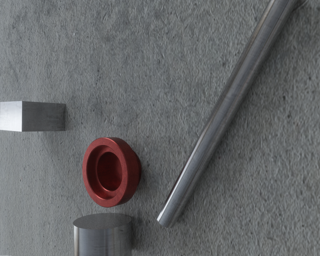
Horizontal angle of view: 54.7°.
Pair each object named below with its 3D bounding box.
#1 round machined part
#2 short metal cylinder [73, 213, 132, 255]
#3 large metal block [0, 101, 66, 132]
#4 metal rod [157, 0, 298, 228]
[{"bbox_3d":[-0.065,0.062,0.448,0.098,0.042,0.097,0,90,40],"label":"round machined part"},{"bbox_3d":[-0.080,0.155,0.435,0.080,0.081,0.050,-1,89,40],"label":"short metal cylinder"},{"bbox_3d":[-0.229,-0.020,0.558,0.080,0.081,0.050,2,92,40],"label":"large metal block"},{"bbox_3d":[0.067,-0.008,0.349,0.025,0.025,0.298,38,113,33],"label":"metal rod"}]
